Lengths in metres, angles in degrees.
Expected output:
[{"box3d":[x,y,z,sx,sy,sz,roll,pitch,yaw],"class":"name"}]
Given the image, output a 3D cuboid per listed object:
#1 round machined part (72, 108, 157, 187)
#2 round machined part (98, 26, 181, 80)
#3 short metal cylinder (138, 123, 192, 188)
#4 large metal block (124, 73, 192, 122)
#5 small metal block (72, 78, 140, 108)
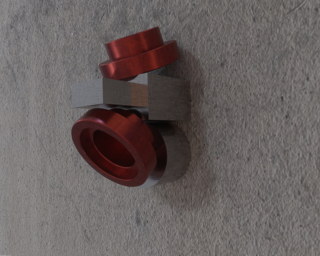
[{"box3d":[-0.046,0.017,0.345,0.098,0.042,0.097,21,139,20],"class":"round machined part"},{"box3d":[-0.028,-0.092,0.375,0.098,0.099,0.042,-3,113,39],"class":"round machined part"},{"box3d":[-0.007,0.032,0.395,0.080,0.050,0.079,0,90,39],"class":"short metal cylinder"},{"box3d":[-0.018,-0.032,0.382,0.080,0.081,0.050,-2,89,39],"class":"large metal block"},{"box3d":[-0.058,-0.035,0.331,0.050,0.050,0.025,-3,88,40],"class":"small metal block"}]
